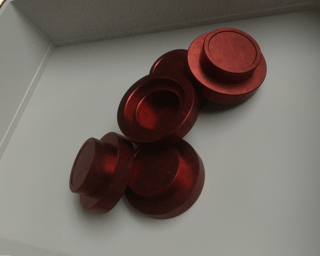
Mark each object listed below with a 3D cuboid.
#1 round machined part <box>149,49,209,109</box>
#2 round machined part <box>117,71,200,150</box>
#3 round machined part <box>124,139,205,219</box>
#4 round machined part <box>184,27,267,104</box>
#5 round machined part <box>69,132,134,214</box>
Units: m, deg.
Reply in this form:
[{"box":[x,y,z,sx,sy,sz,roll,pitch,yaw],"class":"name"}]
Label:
[{"box":[0.024,-0.068,0.420,0.098,0.042,0.098,-13,56,20],"class":"round machined part"},{"box":[0.001,-0.018,0.374,0.098,0.042,0.098,-13,56,20],"class":"round machined part"},{"box":[-0.001,0.052,0.360,0.098,0.042,0.098,-13,56,20],"class":"round machined part"},{"box":[0.081,-0.081,0.372,0.099,0.042,0.098,3,63,-5],"class":"round machined part"},{"box":[-0.075,0.050,0.373,0.098,0.042,0.098,-39,38,40],"class":"round machined part"}]
